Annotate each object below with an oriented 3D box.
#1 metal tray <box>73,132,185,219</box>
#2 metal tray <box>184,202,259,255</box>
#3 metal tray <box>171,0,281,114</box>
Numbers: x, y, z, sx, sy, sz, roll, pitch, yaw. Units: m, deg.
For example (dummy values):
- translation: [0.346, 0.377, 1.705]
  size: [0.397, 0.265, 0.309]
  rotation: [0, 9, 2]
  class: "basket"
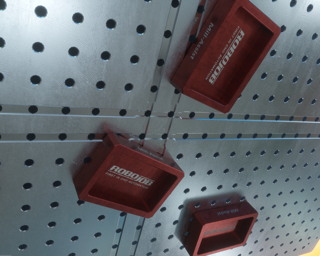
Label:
- translation: [-0.039, 0.070, 0.429]
  size: [0.131, 0.030, 0.090]
  rotation: [29, 102, -38]
  class: "metal tray"
- translation: [0.117, 0.194, 0.590]
  size: [0.131, 0.030, 0.089]
  rotation: [-2, 120, -27]
  class: "metal tray"
- translation: [0.085, -0.091, 0.396]
  size: [0.091, 0.030, 0.129]
  rotation: [20, 107, -36]
  class: "metal tray"
